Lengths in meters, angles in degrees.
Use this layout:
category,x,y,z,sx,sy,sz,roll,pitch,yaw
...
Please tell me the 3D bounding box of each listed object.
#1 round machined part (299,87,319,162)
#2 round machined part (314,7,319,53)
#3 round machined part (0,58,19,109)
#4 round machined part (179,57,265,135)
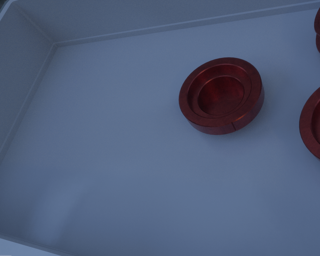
category,x,y,z,sx,sy,sz,roll,pitch,yaw
round machined part,0.187,-0.002,0.287,0.098,0.042,0.098,-25,49,33
round machined part,0.206,-0.118,0.327,0.097,0.042,0.098,-53,24,36
round machined part,-0.299,-0.082,0.577,0.042,0.098,0.098,6,62,2
round machined part,0.076,-0.034,0.376,0.098,0.042,0.098,-13,56,21
